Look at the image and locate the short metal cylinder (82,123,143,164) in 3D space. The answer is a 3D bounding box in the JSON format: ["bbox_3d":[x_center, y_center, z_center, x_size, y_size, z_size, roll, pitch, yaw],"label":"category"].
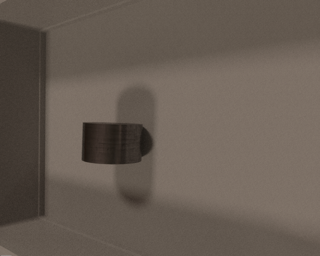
[{"bbox_3d":[-0.065,0.019,0.422,0.080,0.081,0.050,4,93,39],"label":"short metal cylinder"}]
